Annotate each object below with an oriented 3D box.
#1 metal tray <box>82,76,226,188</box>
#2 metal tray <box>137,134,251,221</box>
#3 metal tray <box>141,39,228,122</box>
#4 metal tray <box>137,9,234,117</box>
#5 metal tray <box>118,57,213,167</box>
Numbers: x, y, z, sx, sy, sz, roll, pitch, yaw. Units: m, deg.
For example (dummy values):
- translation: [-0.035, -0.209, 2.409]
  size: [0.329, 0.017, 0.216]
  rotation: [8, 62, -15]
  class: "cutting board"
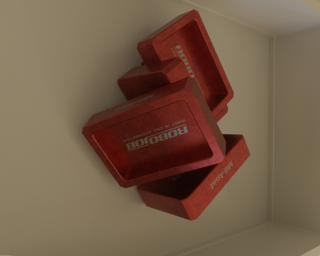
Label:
- translation: [-0.006, 0.010, 0.334]
  size: [0.090, 0.130, 0.030]
  rotation: [60, 25, -23]
  class: "metal tray"
- translation: [0.045, 0.055, 0.402]
  size: [0.131, 0.090, 0.030]
  rotation: [-40, 115, -33]
  class: "metal tray"
- translation: [0.039, -0.055, 0.438]
  size: [0.090, 0.030, 0.130]
  rotation: [-41, 114, -31]
  class: "metal tray"
- translation: [0.038, -0.071, 0.396]
  size: [0.090, 0.030, 0.130]
  rotation: [-44, 116, -31]
  class: "metal tray"
- translation: [0.014, -0.015, 0.374]
  size: [0.030, 0.090, 0.130]
  rotation: [-45, 117, -31]
  class: "metal tray"
